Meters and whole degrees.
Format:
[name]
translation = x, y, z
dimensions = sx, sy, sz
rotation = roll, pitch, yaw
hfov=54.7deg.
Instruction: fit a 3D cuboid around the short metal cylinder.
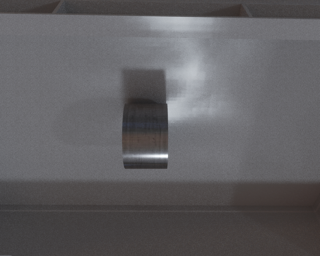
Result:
[short metal cylinder]
translation = -0.017, 0.010, 0.378
dimensions = 0.050, 0.080, 0.079
rotation = 0, 130, -1
